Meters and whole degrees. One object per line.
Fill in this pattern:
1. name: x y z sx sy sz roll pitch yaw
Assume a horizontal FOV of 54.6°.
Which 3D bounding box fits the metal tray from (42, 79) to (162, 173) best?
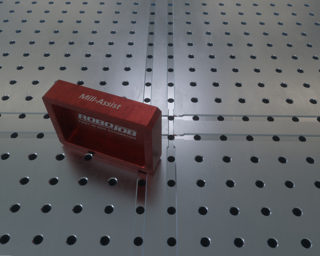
1. metal tray: -0.064 0.000 0.365 0.130 0.090 0.030 16 52 13
